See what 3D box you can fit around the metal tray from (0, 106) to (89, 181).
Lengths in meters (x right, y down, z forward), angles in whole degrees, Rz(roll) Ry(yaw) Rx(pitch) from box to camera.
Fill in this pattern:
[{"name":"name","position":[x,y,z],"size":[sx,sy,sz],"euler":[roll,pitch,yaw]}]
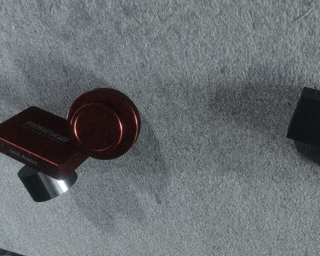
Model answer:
[{"name":"metal tray","position":[-0.172,0.018,0.466],"size":[0.130,0.090,0.030],"euler":[22,127,15]}]

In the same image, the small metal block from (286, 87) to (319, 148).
[{"name":"small metal block","position":[0.164,-0.009,0.315],"size":[0.050,0.025,0.050],"euler":[19,126,17]}]

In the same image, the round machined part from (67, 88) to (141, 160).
[{"name":"round machined part","position":[-0.078,-0.003,0.413],"size":[0.098,0.042,0.097],"euler":[2,104,8]}]

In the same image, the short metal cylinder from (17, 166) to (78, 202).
[{"name":"short metal cylinder","position":[-0.186,0.078,0.518],"size":[0.080,0.080,0.050],"euler":[-9,114,32]}]
